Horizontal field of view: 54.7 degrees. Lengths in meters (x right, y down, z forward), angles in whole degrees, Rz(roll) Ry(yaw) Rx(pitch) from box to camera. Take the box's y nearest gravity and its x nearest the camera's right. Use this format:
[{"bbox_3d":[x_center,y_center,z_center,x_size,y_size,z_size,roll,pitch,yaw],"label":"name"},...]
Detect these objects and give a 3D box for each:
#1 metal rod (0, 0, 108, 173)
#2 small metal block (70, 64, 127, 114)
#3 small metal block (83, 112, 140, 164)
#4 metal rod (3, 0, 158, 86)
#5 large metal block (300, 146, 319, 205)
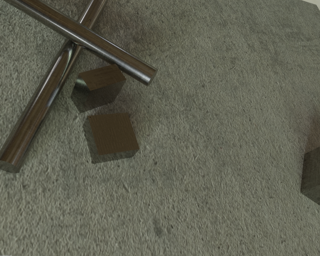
[{"bbox_3d":[-0.121,-0.081,0.388,0.025,0.025,0.300,24,53,-14],"label":"metal rod"},{"bbox_3d":[-0.076,-0.048,0.377,0.050,0.050,0.025,-25,76,-37],"label":"small metal block"},{"bbox_3d":[-0.058,0.011,0.367,0.050,0.025,0.050,-7,65,-32],"label":"small metal block"},{"bbox_3d":[-0.138,-0.140,0.388,0.301,0.025,0.025,31,51,2],"label":"metal rod"},{"bbox_3d":[0.276,0.082,0.489,0.080,0.050,0.080,33,51,-7],"label":"large metal block"}]
